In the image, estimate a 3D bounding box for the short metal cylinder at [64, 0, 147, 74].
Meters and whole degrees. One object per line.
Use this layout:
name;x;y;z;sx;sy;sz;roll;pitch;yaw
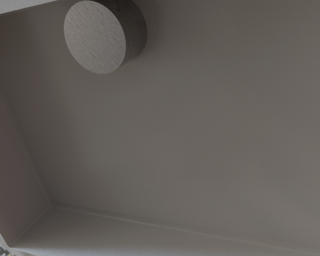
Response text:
short metal cylinder;-0.062;-0.109;0.358;0.080;0.050;0.080;13;124;21
